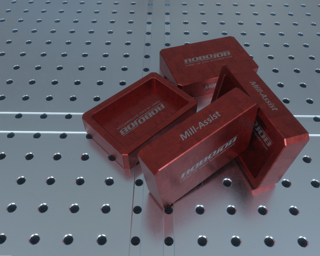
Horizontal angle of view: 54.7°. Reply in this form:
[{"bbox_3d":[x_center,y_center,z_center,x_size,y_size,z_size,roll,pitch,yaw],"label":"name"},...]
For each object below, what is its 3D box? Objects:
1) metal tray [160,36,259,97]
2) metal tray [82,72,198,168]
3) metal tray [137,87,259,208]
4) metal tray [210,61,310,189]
[{"bbox_3d":[0.074,-0.098,0.487,0.131,0.030,0.090,-14,52,-12],"label":"metal tray"},{"bbox_3d":[-0.025,-0.016,0.417,0.131,0.030,0.090,-36,59,-27],"label":"metal tray"},{"bbox_3d":[0.044,0.023,0.336,0.131,0.090,0.030,-33,57,-16],"label":"metal tray"},{"bbox_3d":[0.108,-0.006,0.369,0.030,0.089,0.130,-12,51,-18],"label":"metal tray"}]
